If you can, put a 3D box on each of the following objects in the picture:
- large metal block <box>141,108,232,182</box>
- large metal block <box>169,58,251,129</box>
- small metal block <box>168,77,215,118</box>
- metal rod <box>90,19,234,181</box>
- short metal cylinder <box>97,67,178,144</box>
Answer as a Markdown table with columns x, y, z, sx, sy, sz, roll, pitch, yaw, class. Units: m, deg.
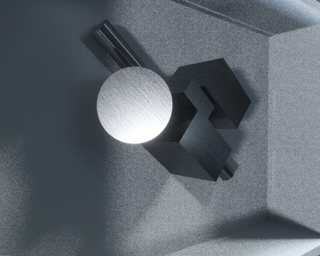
| x | y | z | sx | sy | sz | roll | pitch | yaw | class |
| --- | --- | --- | --- | --- | --- | --- | --- | --- | --- |
| 0.031 | 0.021 | 0.398 | 0.080 | 0.080 | 0.050 | 47 | 62 | -30 | large metal block |
| 0.064 | -0.044 | 0.426 | 0.080 | 0.080 | 0.050 | 48 | 61 | -30 | large metal block |
| 0.032 | -0.034 | 0.387 | 0.050 | 0.050 | 0.025 | 48 | 61 | -30 | small metal block |
| 0.020 | -0.020 | 0.425 | 0.300 | 0.025 | 0.025 | 47 | 62 | -30 | metal rod |
| -0.022 | -0.024 | 0.344 | 0.050 | 0.080 | 0.079 | 3 | 88 | -80 | short metal cylinder |
